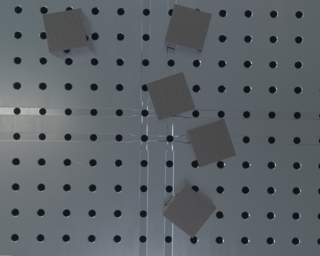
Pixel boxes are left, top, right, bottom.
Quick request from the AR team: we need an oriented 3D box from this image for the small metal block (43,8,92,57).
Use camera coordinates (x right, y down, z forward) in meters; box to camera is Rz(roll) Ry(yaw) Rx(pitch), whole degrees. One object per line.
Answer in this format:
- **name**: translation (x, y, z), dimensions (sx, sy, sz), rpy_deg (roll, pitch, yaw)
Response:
- **small metal block**: translation (-0.122, -0.126, 0.413), dimensions (0.050, 0.025, 0.050), rpy_deg (-10, 90, 0)

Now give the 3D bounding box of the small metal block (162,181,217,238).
- **small metal block**: translation (0.038, 0.108, 0.414), dimensions (0.050, 0.025, 0.050), rpy_deg (38, 90, 0)

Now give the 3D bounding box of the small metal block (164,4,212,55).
- **small metal block**: translation (0.037, -0.130, 0.414), dimensions (0.050, 0.025, 0.050), rpy_deg (15, 90, 0)

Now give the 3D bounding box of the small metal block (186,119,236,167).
- **small metal block**: translation (0.067, 0.020, 0.414), dimensions (0.050, 0.025, 0.050), rpy_deg (-18, 90, 0)

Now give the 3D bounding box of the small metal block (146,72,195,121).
- **small metal block**: translation (0.014, -0.041, 0.413), dimensions (0.050, 0.025, 0.050), rpy_deg (-19, 90, 0)
